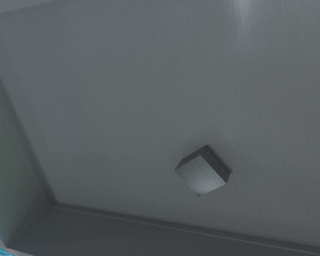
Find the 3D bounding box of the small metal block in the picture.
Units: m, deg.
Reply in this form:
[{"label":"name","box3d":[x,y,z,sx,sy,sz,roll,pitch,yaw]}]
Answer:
[{"label":"small metal block","box3d":[0.057,0.058,0.414,0.050,0.025,0.050,48,129,-6]}]
